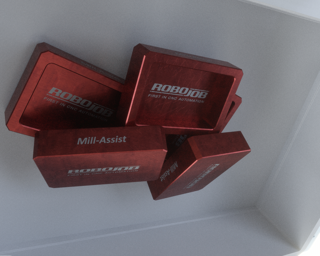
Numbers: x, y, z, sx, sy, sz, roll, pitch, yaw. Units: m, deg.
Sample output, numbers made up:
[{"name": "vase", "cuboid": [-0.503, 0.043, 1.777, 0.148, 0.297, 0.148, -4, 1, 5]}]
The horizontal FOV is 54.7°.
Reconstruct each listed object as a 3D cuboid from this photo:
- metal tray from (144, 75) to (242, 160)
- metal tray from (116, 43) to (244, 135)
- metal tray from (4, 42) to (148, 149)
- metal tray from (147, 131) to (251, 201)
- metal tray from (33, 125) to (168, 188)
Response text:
[{"name": "metal tray", "cuboid": [0.042, -0.006, 0.425, 0.091, 0.030, 0.129, 21, 107, -37]}, {"name": "metal tray", "cuboid": [0.024, -0.038, 0.355, 0.131, 0.030, 0.089, 3, 117, -31]}, {"name": "metal tray", "cuboid": [-0.086, -0.024, 0.341, 0.131, 0.030, 0.090, 21, 107, -37]}, {"name": "metal tray", "cuboid": [0.049, 0.054, 0.424, 0.091, 0.030, 0.129, -5, 150, -33]}, {"name": "metal tray", "cuboid": [-0.063, 0.034, 0.347, 0.131, 0.030, 0.090, -3, 151, -10]}]
